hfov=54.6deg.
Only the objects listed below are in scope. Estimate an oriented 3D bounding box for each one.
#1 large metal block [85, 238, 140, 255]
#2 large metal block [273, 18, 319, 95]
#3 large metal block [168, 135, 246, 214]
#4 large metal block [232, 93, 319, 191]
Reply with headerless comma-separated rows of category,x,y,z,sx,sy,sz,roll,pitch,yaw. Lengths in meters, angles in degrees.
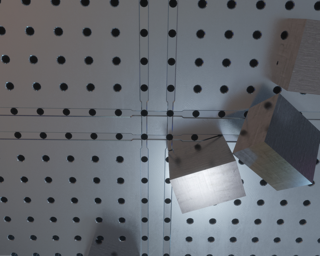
large metal block,-0.080,0.225,0.466,0.080,0.080,0.050,24,108,-9
large metal block,0.192,-0.084,0.371,0.080,0.050,0.079,7,110,-3
large metal block,0.057,0.058,0.406,0.080,0.080,0.050,-17,109,6
large metal block,0.147,0.018,0.385,0.080,0.080,0.050,39,145,-13
